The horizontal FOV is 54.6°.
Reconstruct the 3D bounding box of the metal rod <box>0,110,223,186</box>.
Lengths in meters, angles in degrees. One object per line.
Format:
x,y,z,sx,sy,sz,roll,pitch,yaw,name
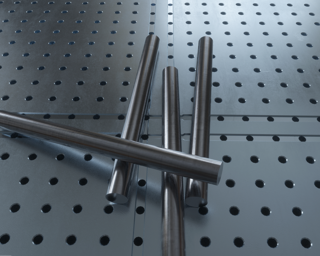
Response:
-0.077,0.017,0.365,0.301,0.025,0.025,12,51,20,metal rod

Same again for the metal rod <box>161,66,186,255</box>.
0.015,0.029,0.383,0.025,0.025,0.300,0,50,0,metal rod

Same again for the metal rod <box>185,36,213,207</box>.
0.059,-0.033,0.435,0.025,0.025,0.300,6,50,5,metal rod

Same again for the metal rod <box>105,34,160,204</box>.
-0.030,-0.036,0.437,0.025,0.025,0.300,5,50,4,metal rod
